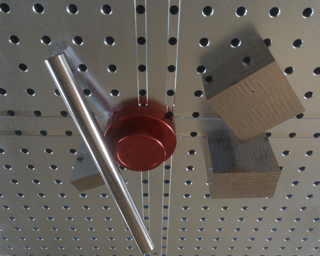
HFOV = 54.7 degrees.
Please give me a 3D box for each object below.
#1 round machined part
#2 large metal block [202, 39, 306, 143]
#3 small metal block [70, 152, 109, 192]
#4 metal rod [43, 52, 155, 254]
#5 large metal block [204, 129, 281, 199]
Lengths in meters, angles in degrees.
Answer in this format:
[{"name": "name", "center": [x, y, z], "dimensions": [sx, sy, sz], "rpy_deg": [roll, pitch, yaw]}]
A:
[{"name": "round machined part", "center": [-0.027, 0.021, 0.418], "dimensions": [0.099, 0.042, 0.097], "rpy_deg": [0, 130, 0]}, {"name": "large metal block", "center": [0.107, -0.041, 0.362], "dimensions": [0.080, 0.050, 0.080], "rpy_deg": [-31, 124, 23]}, {"name": "small metal block", "center": [-0.095, 0.058, 0.444], "dimensions": [0.050, 0.050, 0.025], "rpy_deg": [-19, 128, 15]}, {"name": "metal rod", "center": [-0.069, 0.049, 0.402], "dimensions": [0.025, 0.025, 0.299], "rpy_deg": [-15, 114, 12]}, {"name": "large metal block", "center": [0.105, 0.046, 0.416], "dimensions": [0.080, 0.080, 0.050], "rpy_deg": [-2, 130, 1]}]
